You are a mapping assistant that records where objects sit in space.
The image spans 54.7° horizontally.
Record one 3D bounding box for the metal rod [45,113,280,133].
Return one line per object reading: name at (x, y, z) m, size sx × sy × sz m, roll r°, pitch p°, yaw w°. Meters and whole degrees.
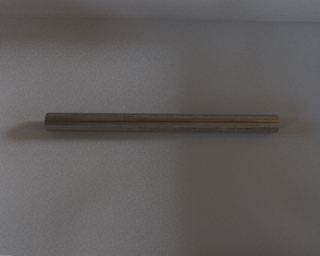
metal rod at (0.003, -0.007, 0.410) m, size 0.302 × 0.025 × 0.025 m, roll 0°, pitch 70°, yaw -1°
